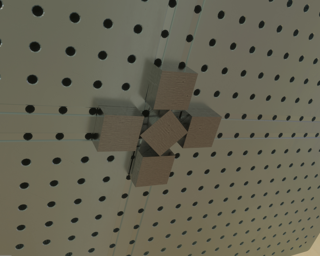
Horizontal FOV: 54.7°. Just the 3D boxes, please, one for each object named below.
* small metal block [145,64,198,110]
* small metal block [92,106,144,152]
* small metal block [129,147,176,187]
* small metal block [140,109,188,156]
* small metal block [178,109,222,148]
[{"bbox_3d":[0.014,-0.051,0.389,0.050,0.025,0.050,-1,119,-29],"label":"small metal block"},{"bbox_3d":[-0.052,0.001,0.384,0.050,0.025,0.050,1,118,-30],"label":"small metal block"},{"bbox_3d":[-0.011,0.054,0.440,0.050,0.025,0.050,0,118,-29],"label":"small metal block"},{"bbox_3d":[0.001,0.002,0.414,0.050,0.025,0.050,-41,130,-1],"label":"small metal block"},{"bbox_3d":[0.054,0.001,0.443,0.050,0.025,0.050,0,119,-29],"label":"small metal block"}]
